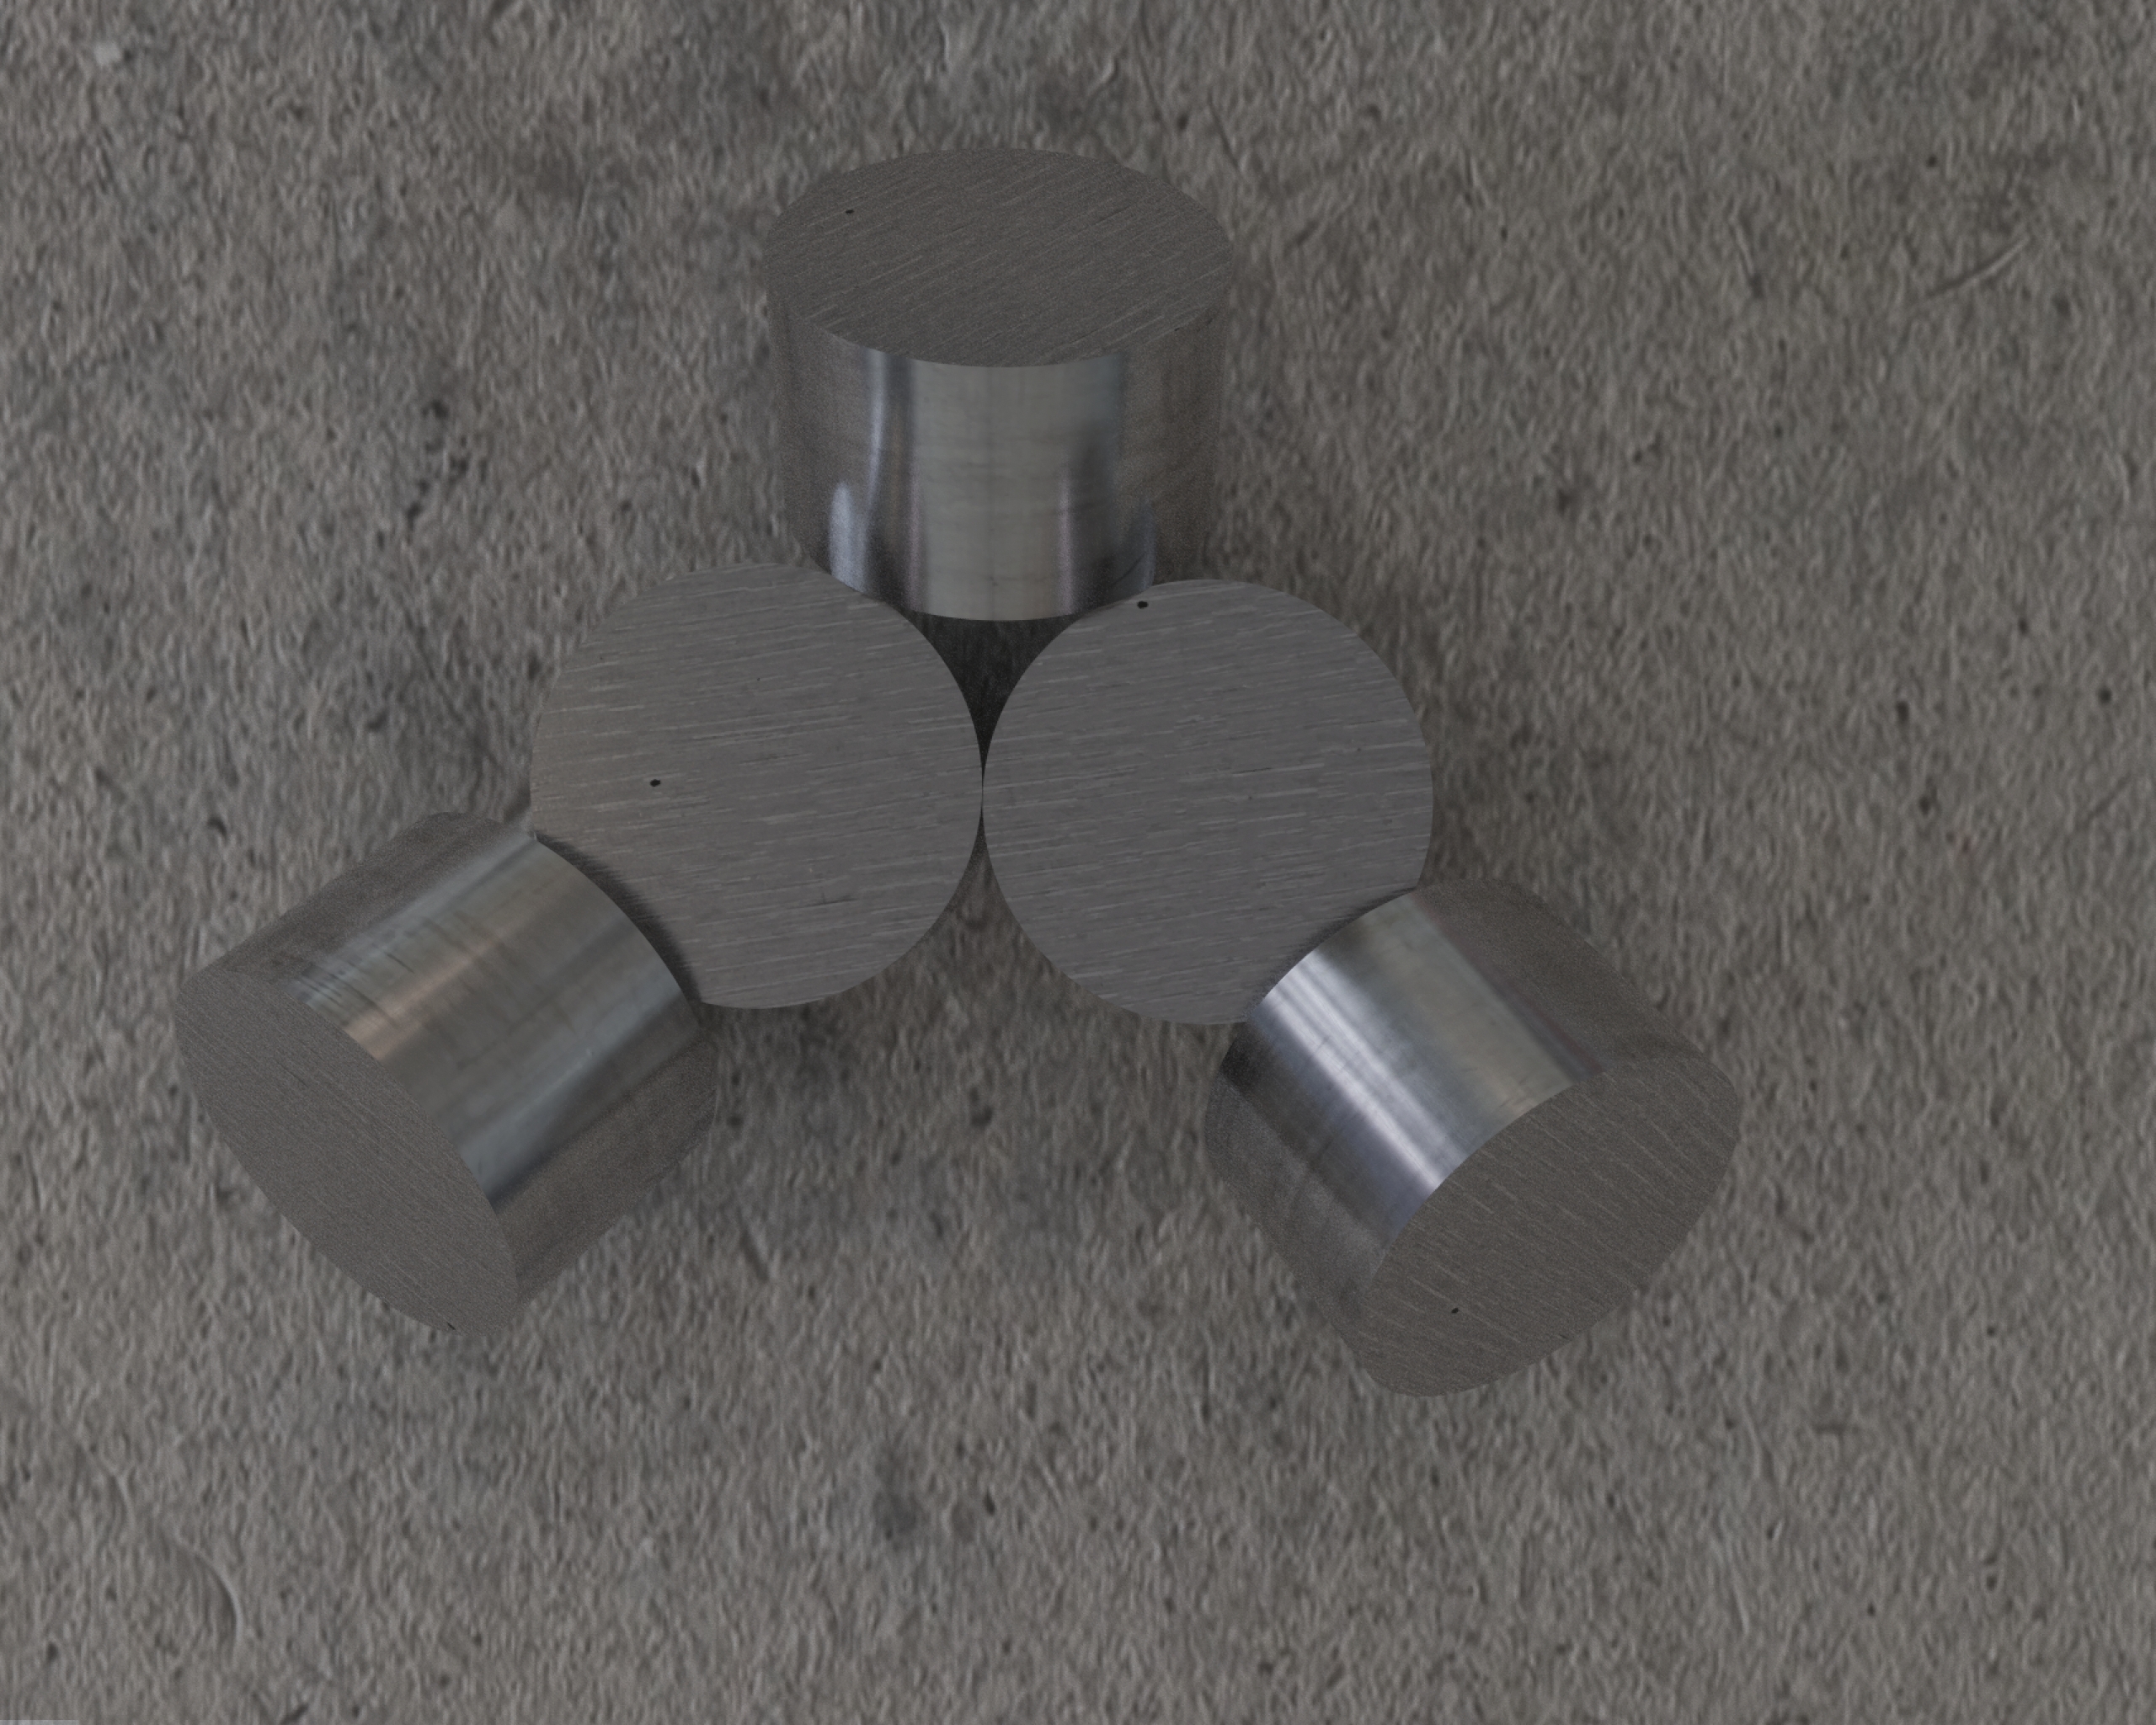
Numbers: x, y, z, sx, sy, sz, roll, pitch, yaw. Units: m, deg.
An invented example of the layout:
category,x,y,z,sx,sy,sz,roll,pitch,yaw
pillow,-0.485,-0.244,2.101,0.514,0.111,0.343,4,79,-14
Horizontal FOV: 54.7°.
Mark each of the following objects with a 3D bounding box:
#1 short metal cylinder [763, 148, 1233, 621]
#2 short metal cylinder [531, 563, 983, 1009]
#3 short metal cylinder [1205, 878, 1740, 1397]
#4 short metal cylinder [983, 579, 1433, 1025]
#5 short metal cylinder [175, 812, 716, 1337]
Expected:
category,x,y,z,sx,sy,sz,roll,pitch,yaw
short metal cylinder,-0.014,-0.088,0.376,0.081,0.080,0.050,2,133,0
short metal cylinder,-0.057,-0.014,0.397,0.081,0.050,0.080,0,90,0
short metal cylinder,0.070,0.050,0.376,0.080,0.080,0.050,-39,49,0
short metal cylinder,0.023,-0.011,0.397,0.081,0.050,0.080,0,90,0
short metal cylinder,-0.113,0.038,0.375,0.080,0.080,0.050,46,50,0
